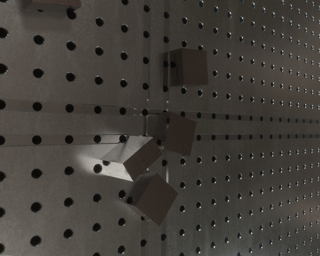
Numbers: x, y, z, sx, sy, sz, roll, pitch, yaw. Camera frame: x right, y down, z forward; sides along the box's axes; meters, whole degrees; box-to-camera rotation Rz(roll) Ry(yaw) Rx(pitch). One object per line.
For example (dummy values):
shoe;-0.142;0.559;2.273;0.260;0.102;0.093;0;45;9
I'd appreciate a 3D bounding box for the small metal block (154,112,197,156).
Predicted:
small metal block;0.020;0.009;0.429;0.050;0.025;0.050;19;78;-39

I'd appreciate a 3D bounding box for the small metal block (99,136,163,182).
small metal block;-0.035;0.034;0.366;0.050;0.050;0.025;-41;115;-33

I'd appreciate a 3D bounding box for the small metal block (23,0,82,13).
small metal block;-0.113;-0.148;0.316;0.050;0.025;0.050;-13;98;-40

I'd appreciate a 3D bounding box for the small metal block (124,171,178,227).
small metal block;-0.011;0.091;0.403;0.050;0.025;0.050;48;61;-30

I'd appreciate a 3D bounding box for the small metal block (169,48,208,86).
small metal block;0.042;-0.086;0.447;0.050;0.025;0.050;-7;94;-40
